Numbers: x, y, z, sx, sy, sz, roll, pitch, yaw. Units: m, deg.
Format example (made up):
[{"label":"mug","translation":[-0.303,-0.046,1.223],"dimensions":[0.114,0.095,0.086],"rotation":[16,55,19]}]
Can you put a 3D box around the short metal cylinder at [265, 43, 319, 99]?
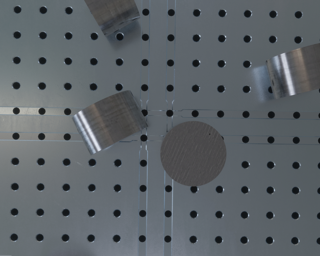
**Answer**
[{"label":"short metal cylinder","translation":[0.179,-0.070,0.387],"dimensions":[0.080,0.080,0.050],"rotation":[-14,90,0]}]

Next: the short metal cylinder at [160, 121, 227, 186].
[{"label":"short metal cylinder","translation":[0.041,0.031,0.401],"dimensions":[0.081,0.050,0.079],"rotation":[0,90,0]}]

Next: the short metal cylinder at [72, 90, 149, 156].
[{"label":"short metal cylinder","translation":[-0.061,-0.006,0.385],"dimensions":[0.080,0.080,0.050],"rotation":[-27,90,0]}]

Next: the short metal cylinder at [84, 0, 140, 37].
[{"label":"short metal cylinder","translation":[-0.066,-0.162,0.385],"dimensions":[0.050,0.080,0.080],"rotation":[-29,90,0]}]
